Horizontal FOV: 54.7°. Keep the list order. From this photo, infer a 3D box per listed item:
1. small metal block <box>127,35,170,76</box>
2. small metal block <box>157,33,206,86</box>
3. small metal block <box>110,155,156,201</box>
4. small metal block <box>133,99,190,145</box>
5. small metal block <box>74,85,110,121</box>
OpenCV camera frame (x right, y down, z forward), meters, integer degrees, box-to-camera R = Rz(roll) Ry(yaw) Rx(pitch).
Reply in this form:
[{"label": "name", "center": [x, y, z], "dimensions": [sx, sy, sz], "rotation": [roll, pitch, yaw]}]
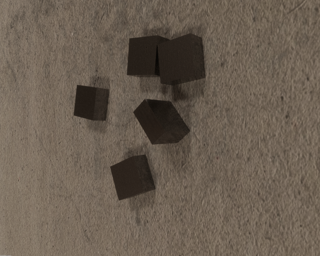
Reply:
[{"label": "small metal block", "center": [-0.016, -0.095, 0.416], "dimensions": [0.050, 0.025, 0.050], "rotation": [7, 95, 39]}, {"label": "small metal block", "center": [0.026, -0.083, 0.382], "dimensions": [0.050, 0.025, 0.050], "rotation": [-8, 85, 39]}, {"label": "small metal block", "center": [-0.039, 0.070, 0.435], "dimensions": [0.050, 0.025, 0.050], "rotation": [-27, 73, 36]}, {"label": "small metal block", "center": [0.003, -0.008, 0.385], "dimensions": [0.025, 0.050, 0.050], "rotation": [-46, 63, 30]}, {"label": "small metal block", "center": [-0.109, -0.040, 0.492], "dimensions": [0.050, 0.025, 0.050], "rotation": [13, 98, 39]}]
